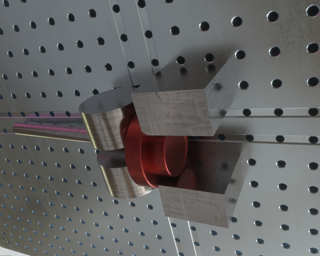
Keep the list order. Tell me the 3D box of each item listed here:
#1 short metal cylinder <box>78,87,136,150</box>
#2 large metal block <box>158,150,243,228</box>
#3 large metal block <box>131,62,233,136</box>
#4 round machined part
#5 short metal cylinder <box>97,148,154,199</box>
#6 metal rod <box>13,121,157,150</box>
[{"bbox_3d":[-0.057,-0.014,0.397,0.080,0.080,0.050,1,119,28],"label":"short metal cylinder"},{"bbox_3d":[0.055,0.072,0.392,0.080,0.080,0.050,3,120,27],"label":"large metal block"},{"bbox_3d":[0.028,-0.033,0.342,0.080,0.080,0.050,0,118,28],"label":"large metal block"},{"bbox_3d":[0.002,0.024,0.377,0.042,0.098,0.097,1,119,28],"label":"round machined part"},{"bbox_3d":[-0.041,0.052,0.429,0.080,0.080,0.050,2,120,27],"label":"short metal cylinder"},{"bbox_3d":[-0.115,0.010,0.463,0.300,0.025,0.025,4,121,30],"label":"metal rod"}]
